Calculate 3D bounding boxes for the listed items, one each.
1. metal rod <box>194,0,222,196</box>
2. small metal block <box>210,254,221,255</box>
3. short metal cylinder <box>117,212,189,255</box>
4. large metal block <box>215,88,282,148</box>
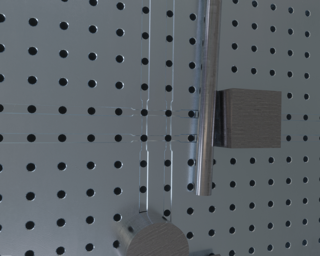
[{"bbox_3d":[0.068,-0.056,0.437,0.025,0.025,0.298,4,89,-20],"label":"metal rod"},{"bbox_3d":[0.069,0.204,0.422,0.050,0.050,0.025,-2,117,-20],"label":"small metal block"},{"bbox_3d":[-0.010,0.153,0.396,0.081,0.050,0.080,0,90,-20],"label":"short metal cylinder"},{"bbox_3d":[0.124,-0.012,0.445,0.081,0.050,0.080,1,90,-20],"label":"large metal block"}]
